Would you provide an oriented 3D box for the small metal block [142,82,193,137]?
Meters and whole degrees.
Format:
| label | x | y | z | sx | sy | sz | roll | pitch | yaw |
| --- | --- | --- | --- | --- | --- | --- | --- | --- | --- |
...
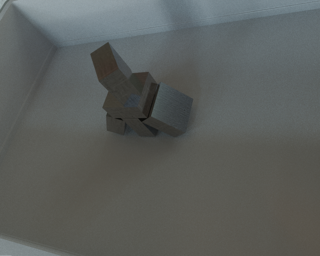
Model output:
| label | x | y | z | sx | sy | sz | roll | pitch | yaw |
| --- | --- | --- | --- | --- | --- | --- | --- | --- | --- |
| small metal block | 0.010 | -0.023 | 0.393 | 0.025 | 0.050 | 0.050 | -28 | 42 | 56 |

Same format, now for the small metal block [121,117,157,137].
| label | x | y | z | sx | sy | sz | roll | pitch | yaw |
| --- | --- | --- | --- | --- | --- | --- | --- | --- | --- |
| small metal block | -0.021 | -0.022 | 0.412 | 0.025 | 0.050 | 0.050 | 1 | 62 | 29 |

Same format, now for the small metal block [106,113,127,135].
| label | x | y | z | sx | sy | sz | roll | pitch | yaw |
| --- | --- | --- | --- | --- | --- | --- | --- | --- | --- |
| small metal block | -0.054 | -0.024 | 0.427 | 0.025 | 0.050 | 0.050 | 16 | 66 | -2 |

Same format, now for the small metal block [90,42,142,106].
| label | x | y | z | sx | sy | sz | roll | pitch | yaw |
| --- | --- | --- | --- | --- | --- | --- | --- | --- | --- |
| small metal block | -0.050 | -0.061 | 0.354 | 0.025 | 0.050 | 0.050 | -31 | 51 | 9 |

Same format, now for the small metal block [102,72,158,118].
| label | x | y | z | sx | sy | sz | roll | pitch | yaw |
| --- | --- | --- | --- | --- | --- | --- | --- | --- | --- |
| small metal block | -0.036 | -0.040 | 0.382 | 0.050 | 0.025 | 0.050 | 1 | 62 | 28 |
